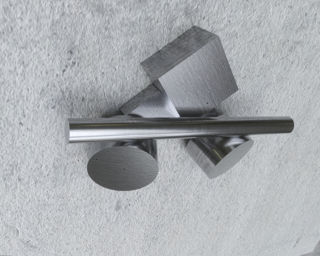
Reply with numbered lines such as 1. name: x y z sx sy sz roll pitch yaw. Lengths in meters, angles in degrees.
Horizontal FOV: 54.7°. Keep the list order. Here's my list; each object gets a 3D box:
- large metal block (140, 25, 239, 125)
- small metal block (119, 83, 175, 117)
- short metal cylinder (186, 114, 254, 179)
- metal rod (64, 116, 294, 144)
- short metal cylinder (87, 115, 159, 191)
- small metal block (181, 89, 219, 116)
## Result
1. large metal block: 0.037 -0.061 0.372 0.080 0.050 0.080 -36 129 -4
2. small metal block: -0.015 -0.019 0.389 0.050 0.025 0.050 -38 129 -4
3. short metal cylinder: 0.084 0.027 0.437 0.080 0.050 0.080 -31 154 -17
4. metal rod: 0.045 -0.001 0.366 0.303 0.025 0.025 -2 119 -28
5. short metal cylinder: -0.043 0.031 0.369 0.081 0.050 0.079 -2 133 -2
6. small metal block: 0.049 -0.017 0.424 0.050 0.025 0.050 -37 129 -3
